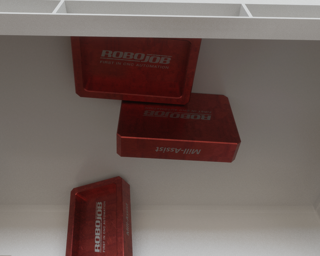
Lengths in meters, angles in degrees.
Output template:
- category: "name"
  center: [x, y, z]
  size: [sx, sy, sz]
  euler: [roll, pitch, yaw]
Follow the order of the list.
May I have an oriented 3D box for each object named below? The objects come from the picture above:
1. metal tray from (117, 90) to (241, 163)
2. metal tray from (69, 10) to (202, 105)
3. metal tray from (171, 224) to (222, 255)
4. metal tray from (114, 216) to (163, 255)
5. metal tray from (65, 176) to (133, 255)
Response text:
- category: "metal tray"
  center: [0.019, -0.005, 0.362]
  size: [0.131, 0.090, 0.030]
  euler: [4, 130, -4]
- category: "metal tray"
  center: [-0.027, -0.074, 0.342]
  size: [0.131, 0.030, 0.089]
  euler: [4, 130, -4]
- category: "metal tray"
  center: [0.067, 0.240, 0.614]
  size: [0.091, 0.030, 0.129]
  euler: [1, 130, -1]
- category: "metal tray"
  center: [-0.061, 0.202, 0.580]
  size: [0.131, 0.030, 0.089]
  euler: [1, 130, -2]
- category: "metal tray"
  center: [-0.090, 0.144, 0.460]
  size: [0.090, 0.130, 0.030]
  euler: [-16, 143, 13]
